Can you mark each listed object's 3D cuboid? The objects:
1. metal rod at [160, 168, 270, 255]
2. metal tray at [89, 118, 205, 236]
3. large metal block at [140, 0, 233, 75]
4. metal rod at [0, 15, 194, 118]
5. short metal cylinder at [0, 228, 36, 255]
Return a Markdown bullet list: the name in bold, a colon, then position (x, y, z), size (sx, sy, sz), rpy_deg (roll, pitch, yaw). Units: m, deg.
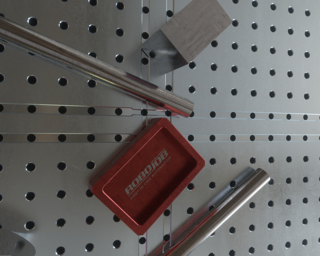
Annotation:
- **metal rod**: position (0.041, 0.157, 0.428), size (0.301, 0.025, 0.025), rpy_deg (-37, 102, -16)
- **metal tray**: position (-0.014, 0.060, 0.404), size (0.130, 0.030, 0.090), rpy_deg (-46, 104, -14)
- **large metal block**: position (0.030, -0.119, 0.394), size (0.080, 0.080, 0.050), rpy_deg (-45, 104, -14)
- **metal rod**: position (-0.092, -0.078, 0.378), size (0.302, 0.025, 0.025), rpy_deg (22, 83, -19)
- **short metal cylinder**: position (-0.178, 0.140, 0.318), size (0.080, 0.080, 0.050), rpy_deg (27, 81, -18)
